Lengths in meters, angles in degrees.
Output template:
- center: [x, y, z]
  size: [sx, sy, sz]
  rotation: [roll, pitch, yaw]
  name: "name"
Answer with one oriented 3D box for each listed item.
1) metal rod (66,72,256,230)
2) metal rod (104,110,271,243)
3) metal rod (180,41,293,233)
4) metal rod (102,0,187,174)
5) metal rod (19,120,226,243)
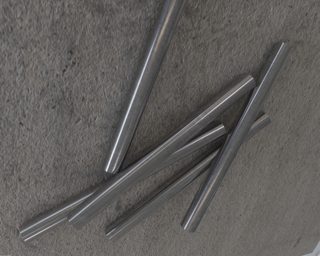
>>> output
- center: [0.008, 0.025, 0.408]
  size: [0.301, 0.025, 0.025]
  rotation: [-38, 130, -9]
  name: "metal rod"
- center: [0.044, 0.072, 0.475]
  size: [0.301, 0.025, 0.025]
  rotation: [-37, 129, -4]
  name: "metal rod"
- center: [0.108, 0.018, 0.450]
  size: [0.025, 0.025, 0.299]
  rotation: [21, 99, -36]
  name: "metal rod"
- center: [-0.009, -0.077, 0.353]
  size: [0.025, 0.025, 0.298]
  rotation: [9, 114, -33]
  name: "metal rod"
- center: [-0.042, 0.067, 0.425]
  size: [0.302, 0.025, 0.025]
  rotation: [-27, 128, -11]
  name: "metal rod"
